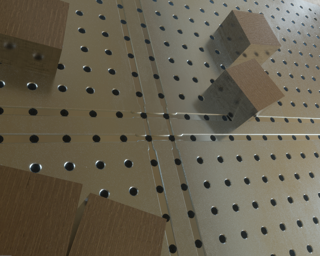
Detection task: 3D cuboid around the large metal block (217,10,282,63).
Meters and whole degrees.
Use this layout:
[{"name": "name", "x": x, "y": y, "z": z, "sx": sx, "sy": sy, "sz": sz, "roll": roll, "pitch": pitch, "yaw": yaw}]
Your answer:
[{"name": "large metal block", "x": 0.167, "y": -0.171, "z": 0.585, "sx": 0.081, "sy": 0.050, "sz": 0.080, "roll": -6, "pitch": 65, "yaw": -31}]

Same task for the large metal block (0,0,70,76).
[{"name": "large metal block", "x": -0.161, "y": -0.120, "z": 0.378, "sx": 0.081, "sy": 0.050, "sz": 0.080, "roll": 11, "pitch": 57, "yaw": -22}]

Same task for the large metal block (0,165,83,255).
[{"name": "large metal block", "x": -0.122, "y": 0.086, "z": 0.274, "sx": 0.080, "sy": 0.050, "sz": 0.080, "roll": 18, "pitch": 55, "yaw": -18}]

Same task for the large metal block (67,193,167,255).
[{"name": "large metal block", "x": -0.047, "y": 0.119, "z": 0.294, "sx": 0.080, "sy": 0.050, "sz": 0.080, "roll": 23, "pitch": 53, "yaw": -14}]

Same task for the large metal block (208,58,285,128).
[{"name": "large metal block", "x": 0.140, "y": -0.058, "z": 0.502, "sx": 0.081, "sy": 0.050, "sz": 0.080, "roll": -26, "pitch": 76, "yaw": -37}]
